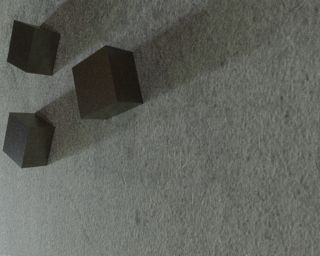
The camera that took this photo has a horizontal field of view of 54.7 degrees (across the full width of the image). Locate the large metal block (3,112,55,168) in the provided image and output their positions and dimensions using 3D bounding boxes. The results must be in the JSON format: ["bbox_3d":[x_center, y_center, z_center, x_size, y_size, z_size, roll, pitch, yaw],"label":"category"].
[{"bbox_3d":[-0.252,0.021,0.593,0.080,0.050,0.079,27,107,36],"label":"large metal block"}]

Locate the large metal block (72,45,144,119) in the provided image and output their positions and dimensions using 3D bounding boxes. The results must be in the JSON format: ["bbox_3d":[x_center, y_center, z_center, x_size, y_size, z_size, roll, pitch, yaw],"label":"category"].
[{"bbox_3d":[-0.077,-0.062,0.450,0.080,0.050,0.080,-20,78,38],"label":"large metal block"}]

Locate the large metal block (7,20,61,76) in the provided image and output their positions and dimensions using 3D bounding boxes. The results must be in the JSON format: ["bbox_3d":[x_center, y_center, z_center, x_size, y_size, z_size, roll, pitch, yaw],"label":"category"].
[{"bbox_3d":[-0.238,-0.150,0.582,0.080,0.050,0.079,27,107,36],"label":"large metal block"}]
